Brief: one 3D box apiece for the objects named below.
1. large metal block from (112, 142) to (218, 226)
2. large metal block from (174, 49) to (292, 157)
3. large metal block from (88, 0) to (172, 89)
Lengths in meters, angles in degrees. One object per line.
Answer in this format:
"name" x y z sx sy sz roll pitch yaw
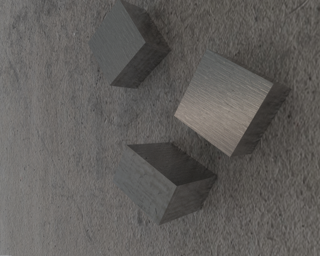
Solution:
"large metal block" 0.006 0.060 0.364 0.080 0.081 0.050 35 112 34
"large metal block" 0.074 -0.027 0.328 0.080 0.050 0.079 39 114 33
"large metal block" -0.044 -0.112 0.425 0.080 0.050 0.080 -43 64 31
